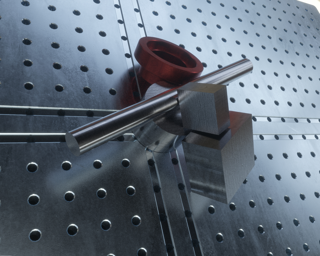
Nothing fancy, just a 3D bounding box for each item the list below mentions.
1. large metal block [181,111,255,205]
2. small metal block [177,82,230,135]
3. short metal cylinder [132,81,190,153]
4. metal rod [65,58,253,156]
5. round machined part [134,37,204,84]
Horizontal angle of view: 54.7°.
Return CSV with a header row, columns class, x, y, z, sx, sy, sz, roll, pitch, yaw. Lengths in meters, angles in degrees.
class,x,y,z,sx,sy,sz,roll,pitch,yaw
large metal block,0.076,0.032,0.386,0.080,0.050,0.080,-41,130,-39
small metal block,0.051,-0.024,0.357,0.025,0.050,0.050,-34,123,-38
short metal cylinder,0.008,-0.014,0.406,0.081,0.050,0.080,14,56,-21
metal rod,0.025,-0.039,0.382,0.302,0.025,0.025,-27,77,-37
round machined part,0.009,-0.088,0.442,0.099,0.042,0.098,19,31,-12
